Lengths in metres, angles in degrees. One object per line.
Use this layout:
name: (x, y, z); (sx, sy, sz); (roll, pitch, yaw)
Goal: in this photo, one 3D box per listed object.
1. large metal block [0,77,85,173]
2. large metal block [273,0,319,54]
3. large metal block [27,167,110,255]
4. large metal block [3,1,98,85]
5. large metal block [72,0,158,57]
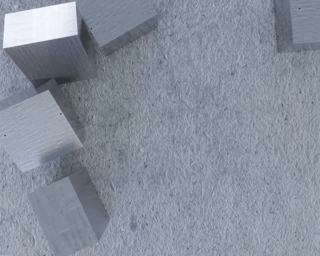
large metal block: (-0.149, -0.004, 0.381); (0.080, 0.050, 0.080); (-24, 117, 0)
large metal block: (0.198, -0.145, 0.399); (0.080, 0.050, 0.080); (-5, 90, 0)
large metal block: (-0.107, 0.099, 0.382); (0.050, 0.080, 0.080); (-25, 90, 0)
large metal block: (-0.128, -0.097, 0.374); (0.080, 0.080, 0.050); (-11, 65, 0)
large metal block: (-0.057, -0.151, 0.397); (0.080, 0.050, 0.080); (-30, 90, 0)
